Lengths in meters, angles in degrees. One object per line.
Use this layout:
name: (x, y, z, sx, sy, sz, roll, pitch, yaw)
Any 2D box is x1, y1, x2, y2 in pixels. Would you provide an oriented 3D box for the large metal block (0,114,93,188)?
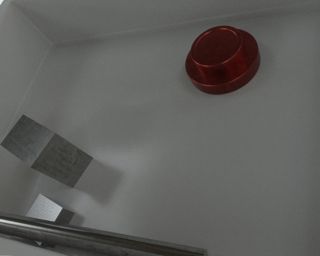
large metal block: (-0.155, 0.033, 0.430, 0.080, 0.080, 0.050, 22, 74, 36)

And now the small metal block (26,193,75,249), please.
small metal block: (-0.149, 0.122, 0.407, 0.050, 0.025, 0.050, 17, 71, 34)

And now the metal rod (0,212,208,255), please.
metal rod: (-0.097, 0.125, 0.354, 0.301, 0.025, 0.025, 3, 63, 20)

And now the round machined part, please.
round machined part: (0.079, -0.096, 0.412, 0.098, 0.042, 0.098, -13, 56, 20)
